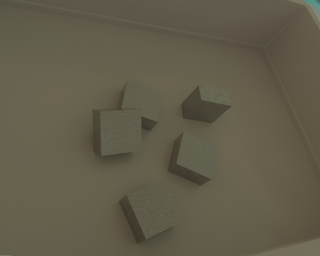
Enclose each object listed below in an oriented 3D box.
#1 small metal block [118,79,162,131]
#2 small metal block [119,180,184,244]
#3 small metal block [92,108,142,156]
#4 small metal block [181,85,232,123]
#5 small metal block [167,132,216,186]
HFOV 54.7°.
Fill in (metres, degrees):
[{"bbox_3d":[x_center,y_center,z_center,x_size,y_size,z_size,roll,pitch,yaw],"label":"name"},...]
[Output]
[{"bbox_3d":[-0.027,-0.030,0.411,0.050,0.025,0.050,19,54,-17],"label":"small metal block"},{"bbox_3d":[-0.010,0.092,0.345,0.050,0.025,0.050,-15,70,-35],"label":"small metal block"},{"bbox_3d":[-0.050,0.003,0.363,0.050,0.025,0.050,-5,99,-31],"label":"small metal block"},{"bbox_3d":[0.066,-0.033,0.447,0.050,0.050,0.025,8,58,-24],"label":"small metal block"},{"bbox_3d":[0.042,0.040,0.406,0.050,0.025,0.050,25,53,-13],"label":"small metal block"}]
